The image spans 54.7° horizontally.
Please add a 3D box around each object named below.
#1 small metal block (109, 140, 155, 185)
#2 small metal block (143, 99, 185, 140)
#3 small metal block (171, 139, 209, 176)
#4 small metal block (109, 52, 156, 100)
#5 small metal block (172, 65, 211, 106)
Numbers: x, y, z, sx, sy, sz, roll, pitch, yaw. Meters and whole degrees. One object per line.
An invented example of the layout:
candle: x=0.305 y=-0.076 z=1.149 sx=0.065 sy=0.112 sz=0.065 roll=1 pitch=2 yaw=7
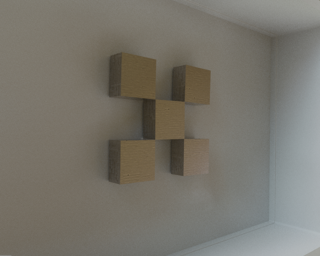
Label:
small metal block: x=-0.034 y=0.039 z=0.376 sx=0.050 sy=0.025 sz=0.050 roll=1 pitch=90 yaw=-40
small metal block: x=0.006 y=-0.010 z=0.408 sx=0.050 sy=0.025 sz=0.050 roll=1 pitch=90 yaw=-40
small metal block: x=0.043 y=0.040 z=0.440 sx=0.050 sy=0.025 sz=0.050 roll=2 pitch=89 yaw=-40
small metal block: x=-0.033 y=-0.061 z=0.376 sx=0.050 sy=0.025 sz=0.050 roll=2 pitch=89 yaw=-40
small metal block: x=0.045 y=-0.059 z=0.441 sx=0.050 sy=0.025 sz=0.050 roll=3 pitch=88 yaw=-40
